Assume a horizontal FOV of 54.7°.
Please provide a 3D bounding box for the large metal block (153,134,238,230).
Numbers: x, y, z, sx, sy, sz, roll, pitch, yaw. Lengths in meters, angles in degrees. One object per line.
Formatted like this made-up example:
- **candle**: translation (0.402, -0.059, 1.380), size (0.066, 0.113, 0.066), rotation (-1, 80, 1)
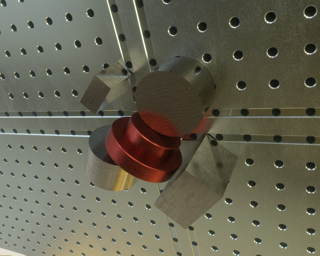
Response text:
- **large metal block**: translation (0.046, 0.067, 0.392), size (0.050, 0.080, 0.080), rotation (37, 129, 3)

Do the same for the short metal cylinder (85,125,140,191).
- **short metal cylinder**: translation (-0.061, 0.040, 0.431), size (0.080, 0.080, 0.050), rotation (27, 128, 10)

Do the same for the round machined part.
- **round machined part**: translation (-0.014, 0.017, 0.381), size (0.098, 0.098, 0.042), rotation (35, 117, 4)

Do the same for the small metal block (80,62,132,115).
- **small metal block**: translation (-0.069, -0.051, 0.398), size (0.025, 0.050, 0.050), rotation (41, 129, 0)

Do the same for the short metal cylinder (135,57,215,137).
- **short metal cylinder**: translation (0.018, -0.037, 0.361), size (0.080, 0.050, 0.079), rotation (13, 124, 20)
